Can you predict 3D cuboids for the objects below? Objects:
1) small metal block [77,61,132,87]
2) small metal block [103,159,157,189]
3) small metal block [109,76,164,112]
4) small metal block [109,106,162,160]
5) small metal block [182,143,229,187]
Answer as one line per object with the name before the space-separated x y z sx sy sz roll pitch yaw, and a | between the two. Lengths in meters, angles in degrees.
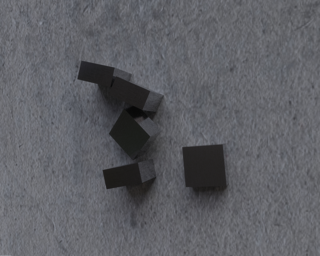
small metal block | -0.074 -0.070 0.421 0.050 0.050 0.025 15 95 19
small metal block | -0.039 0.060 0.408 0.050 0.050 0.025 -14 86 19
small metal block | -0.030 -0.043 0.405 0.050 0.050 0.025 25 98 18
small metal block | -0.034 0.006 0.411 0.050 0.025 0.050 46 127 13
small metal block | 0.058 0.046 0.388 0.050 0.025 0.050 -5 88 19
